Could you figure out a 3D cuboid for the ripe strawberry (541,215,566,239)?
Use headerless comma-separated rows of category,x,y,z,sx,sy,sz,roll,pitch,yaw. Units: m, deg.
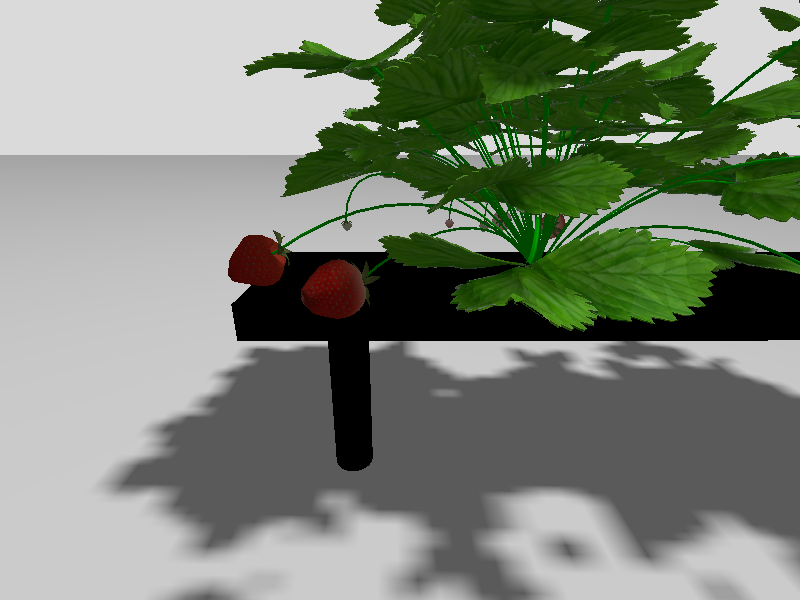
ripe strawberry,0.185,-0.092,0.485,0.029,0.033,0.032,9,23,22

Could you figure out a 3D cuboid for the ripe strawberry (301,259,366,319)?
ripe strawberry,-0.045,-0.005,0.264,0.041,0.041,0.038,-17,27,-27

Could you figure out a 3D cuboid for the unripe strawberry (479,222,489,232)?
unripe strawberry,0.106,-0.092,0.503,0.013,0.013,0.011,-3,22,-7

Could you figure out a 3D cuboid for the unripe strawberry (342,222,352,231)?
unripe strawberry,-0.058,-0.082,0.443,0.010,0.010,0.011,10,24,25

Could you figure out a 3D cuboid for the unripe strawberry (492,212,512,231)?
unripe strawberry,0.135,-0.106,0.534,0.025,0.026,0.027,1,4,3

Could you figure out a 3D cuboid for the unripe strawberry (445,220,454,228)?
unripe strawberry,0.064,-0.098,0.514,0.011,0.010,0.010,-8,23,-19

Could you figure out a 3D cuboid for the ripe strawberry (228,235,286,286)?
ripe strawberry,-0.118,-0.030,0.324,0.045,0.044,0.042,-23,23,0
